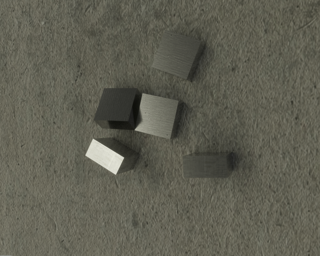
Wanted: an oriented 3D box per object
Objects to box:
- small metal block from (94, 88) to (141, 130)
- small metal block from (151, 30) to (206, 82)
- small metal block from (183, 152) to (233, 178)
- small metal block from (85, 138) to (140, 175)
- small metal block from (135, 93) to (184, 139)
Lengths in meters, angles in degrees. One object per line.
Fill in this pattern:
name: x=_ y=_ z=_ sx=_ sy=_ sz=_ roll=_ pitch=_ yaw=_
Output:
small metal block: x=-0.055 y=-0.026 z=0.417 sx=0.050 sy=0.025 sz=0.050 roll=3 pitch=64 yaw=21
small metal block: x=0.024 y=-0.093 z=0.400 sx=0.050 sy=0.025 sz=0.050 roll=23 pitch=98 yaw=18
small metal block: x=0.059 y=0.044 z=0.375 sx=0.050 sy=0.050 sz=0.025 roll=-3 pitch=89 yaw=20
small metal block: x=-0.062 y=0.036 z=0.418 sx=0.050 sy=0.050 sz=0.025 roll=29 pitch=100 yaw=17
small metal block: x=-0.001 y=-0.016 z=0.409 sx=0.050 sy=0.025 sz=0.050 roll=14 pitch=95 yaw=19
